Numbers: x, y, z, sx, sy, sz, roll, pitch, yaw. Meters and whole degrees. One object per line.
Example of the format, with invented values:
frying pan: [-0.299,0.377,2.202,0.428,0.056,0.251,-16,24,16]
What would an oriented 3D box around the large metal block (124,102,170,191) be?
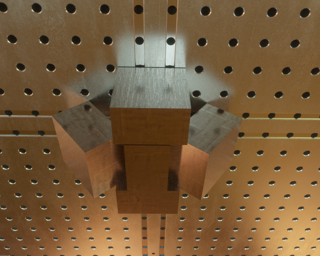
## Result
large metal block: [-0.015,0.023,0.394,0.050,0.080,0.079,1,130,-1]

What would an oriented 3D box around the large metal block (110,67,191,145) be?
large metal block: [-0.010,-0.027,0.351,0.081,0.080,0.050,1,130,-1]

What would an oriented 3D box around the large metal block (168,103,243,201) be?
large metal block: [0.055,0.028,0.389,0.050,0.080,0.079,27,136,27]

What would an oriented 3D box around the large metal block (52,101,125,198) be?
large metal block: [-0.086,0.025,0.388,0.050,0.080,0.079,-28,139,-30]

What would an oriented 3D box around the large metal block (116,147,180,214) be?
large metal block: [-0.016,0.072,0.435,0.081,0.080,0.050,1,130,-1]
